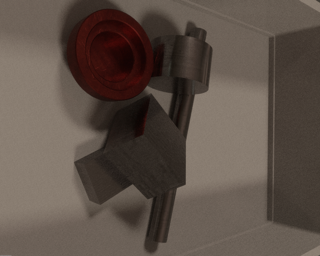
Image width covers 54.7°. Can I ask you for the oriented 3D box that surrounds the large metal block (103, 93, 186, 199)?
[{"bbox_3d":[-0.012,0.020,0.358,0.080,0.050,0.080,52,25,-28],"label":"large metal block"}]

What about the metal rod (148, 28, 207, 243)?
[{"bbox_3d":[0.027,0.003,0.430,0.025,0.025,0.299,20,78,-39],"label":"metal rod"}]

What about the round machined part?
[{"bbox_3d":[-0.058,-0.078,0.348,0.099,0.042,0.097,0,91,-40],"label":"round machined part"}]

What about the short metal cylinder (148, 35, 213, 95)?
[{"bbox_3d":[0.024,-0.077,0.392,0.081,0.080,0.050,13,80,-40],"label":"short metal cylinder"}]

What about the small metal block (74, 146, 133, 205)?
[{"bbox_3d":[-0.063,0.051,0.356,0.050,0.025,0.050,-28,108,-37],"label":"small metal block"}]
